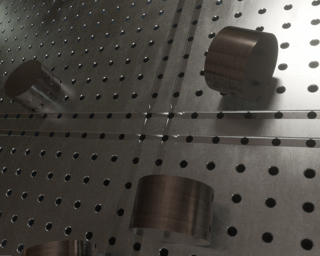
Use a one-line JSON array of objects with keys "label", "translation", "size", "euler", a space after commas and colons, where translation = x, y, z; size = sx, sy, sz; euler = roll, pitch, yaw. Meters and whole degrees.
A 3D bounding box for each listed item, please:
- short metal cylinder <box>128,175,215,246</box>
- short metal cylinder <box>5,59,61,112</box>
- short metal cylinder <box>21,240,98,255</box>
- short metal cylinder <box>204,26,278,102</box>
[{"label": "short metal cylinder", "translation": [0.013, 0.085, 0.313], "size": [0.080, 0.080, 0.050], "euler": [-4, 60, 26]}, {"label": "short metal cylinder", "translation": [-0.227, -0.075, 0.554], "size": [0.080, 0.050, 0.080], "euler": [-13, 56, 20]}, {"label": "short metal cylinder", "translation": [-0.106, 0.158, 0.330], "size": [0.080, 0.080, 0.050], "euler": [-22, 54, 15]}, {"label": "short metal cylinder", "translation": [0.097, -0.076, 0.368], "size": [0.050, 0.080, 0.080], "euler": [26, 76, 36]}]
